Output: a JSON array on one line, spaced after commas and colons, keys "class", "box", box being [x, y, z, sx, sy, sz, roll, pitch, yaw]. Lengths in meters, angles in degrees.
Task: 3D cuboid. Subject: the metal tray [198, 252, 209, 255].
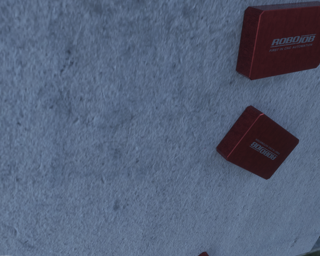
[{"class": "metal tray", "box": [0.061, 0.322, 0.640, 0.130, 0.030, 0.090, -34, 129, -7]}]

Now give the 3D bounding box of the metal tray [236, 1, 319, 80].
[{"class": "metal tray", "box": [0.172, -0.121, 0.425, 0.131, 0.030, 0.089, -13, 124, -22]}]

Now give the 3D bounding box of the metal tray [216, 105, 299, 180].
[{"class": "metal tray", "box": [0.165, 0.028, 0.514, 0.131, 0.030, 0.090, 26, 104, -38]}]
